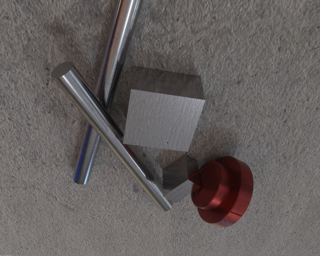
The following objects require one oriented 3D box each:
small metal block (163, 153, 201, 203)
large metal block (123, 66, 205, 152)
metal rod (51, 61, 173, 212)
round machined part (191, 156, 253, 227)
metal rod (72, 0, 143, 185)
[{"bbox_3d":[0.030,0.074,0.454,0.025,0.050,0.050,35,122,-26],"label":"small metal block"},{"bbox_3d":[0.002,-0.022,0.373,0.081,0.050,0.079,8,130,-7],"label":"large metal block"},{"bbox_3d":[-0.044,0.035,0.413,0.025,0.025,0.299,-17,136,13],"label":"metal rod"},{"bbox_3d":[0.080,0.084,0.432,0.042,0.098,0.097,25,126,-20],"label":"round machined part"},{"bbox_3d":[-0.071,-0.032,0.378,0.025,0.025,0.298,14,129,-13],"label":"metal rod"}]
